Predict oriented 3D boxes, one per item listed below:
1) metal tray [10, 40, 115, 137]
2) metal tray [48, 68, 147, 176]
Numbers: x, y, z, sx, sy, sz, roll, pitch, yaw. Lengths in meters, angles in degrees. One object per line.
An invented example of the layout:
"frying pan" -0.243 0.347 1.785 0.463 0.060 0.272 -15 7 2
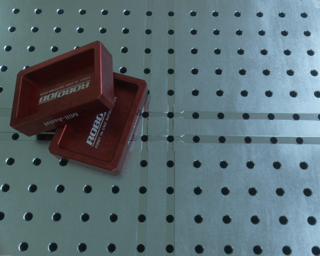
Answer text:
"metal tray" -0.124 -0.049 0.395 0.130 0.030 0.090 -16 60 16
"metal tray" -0.078 -0.012 0.413 0.090 0.030 0.130 16 71 5
